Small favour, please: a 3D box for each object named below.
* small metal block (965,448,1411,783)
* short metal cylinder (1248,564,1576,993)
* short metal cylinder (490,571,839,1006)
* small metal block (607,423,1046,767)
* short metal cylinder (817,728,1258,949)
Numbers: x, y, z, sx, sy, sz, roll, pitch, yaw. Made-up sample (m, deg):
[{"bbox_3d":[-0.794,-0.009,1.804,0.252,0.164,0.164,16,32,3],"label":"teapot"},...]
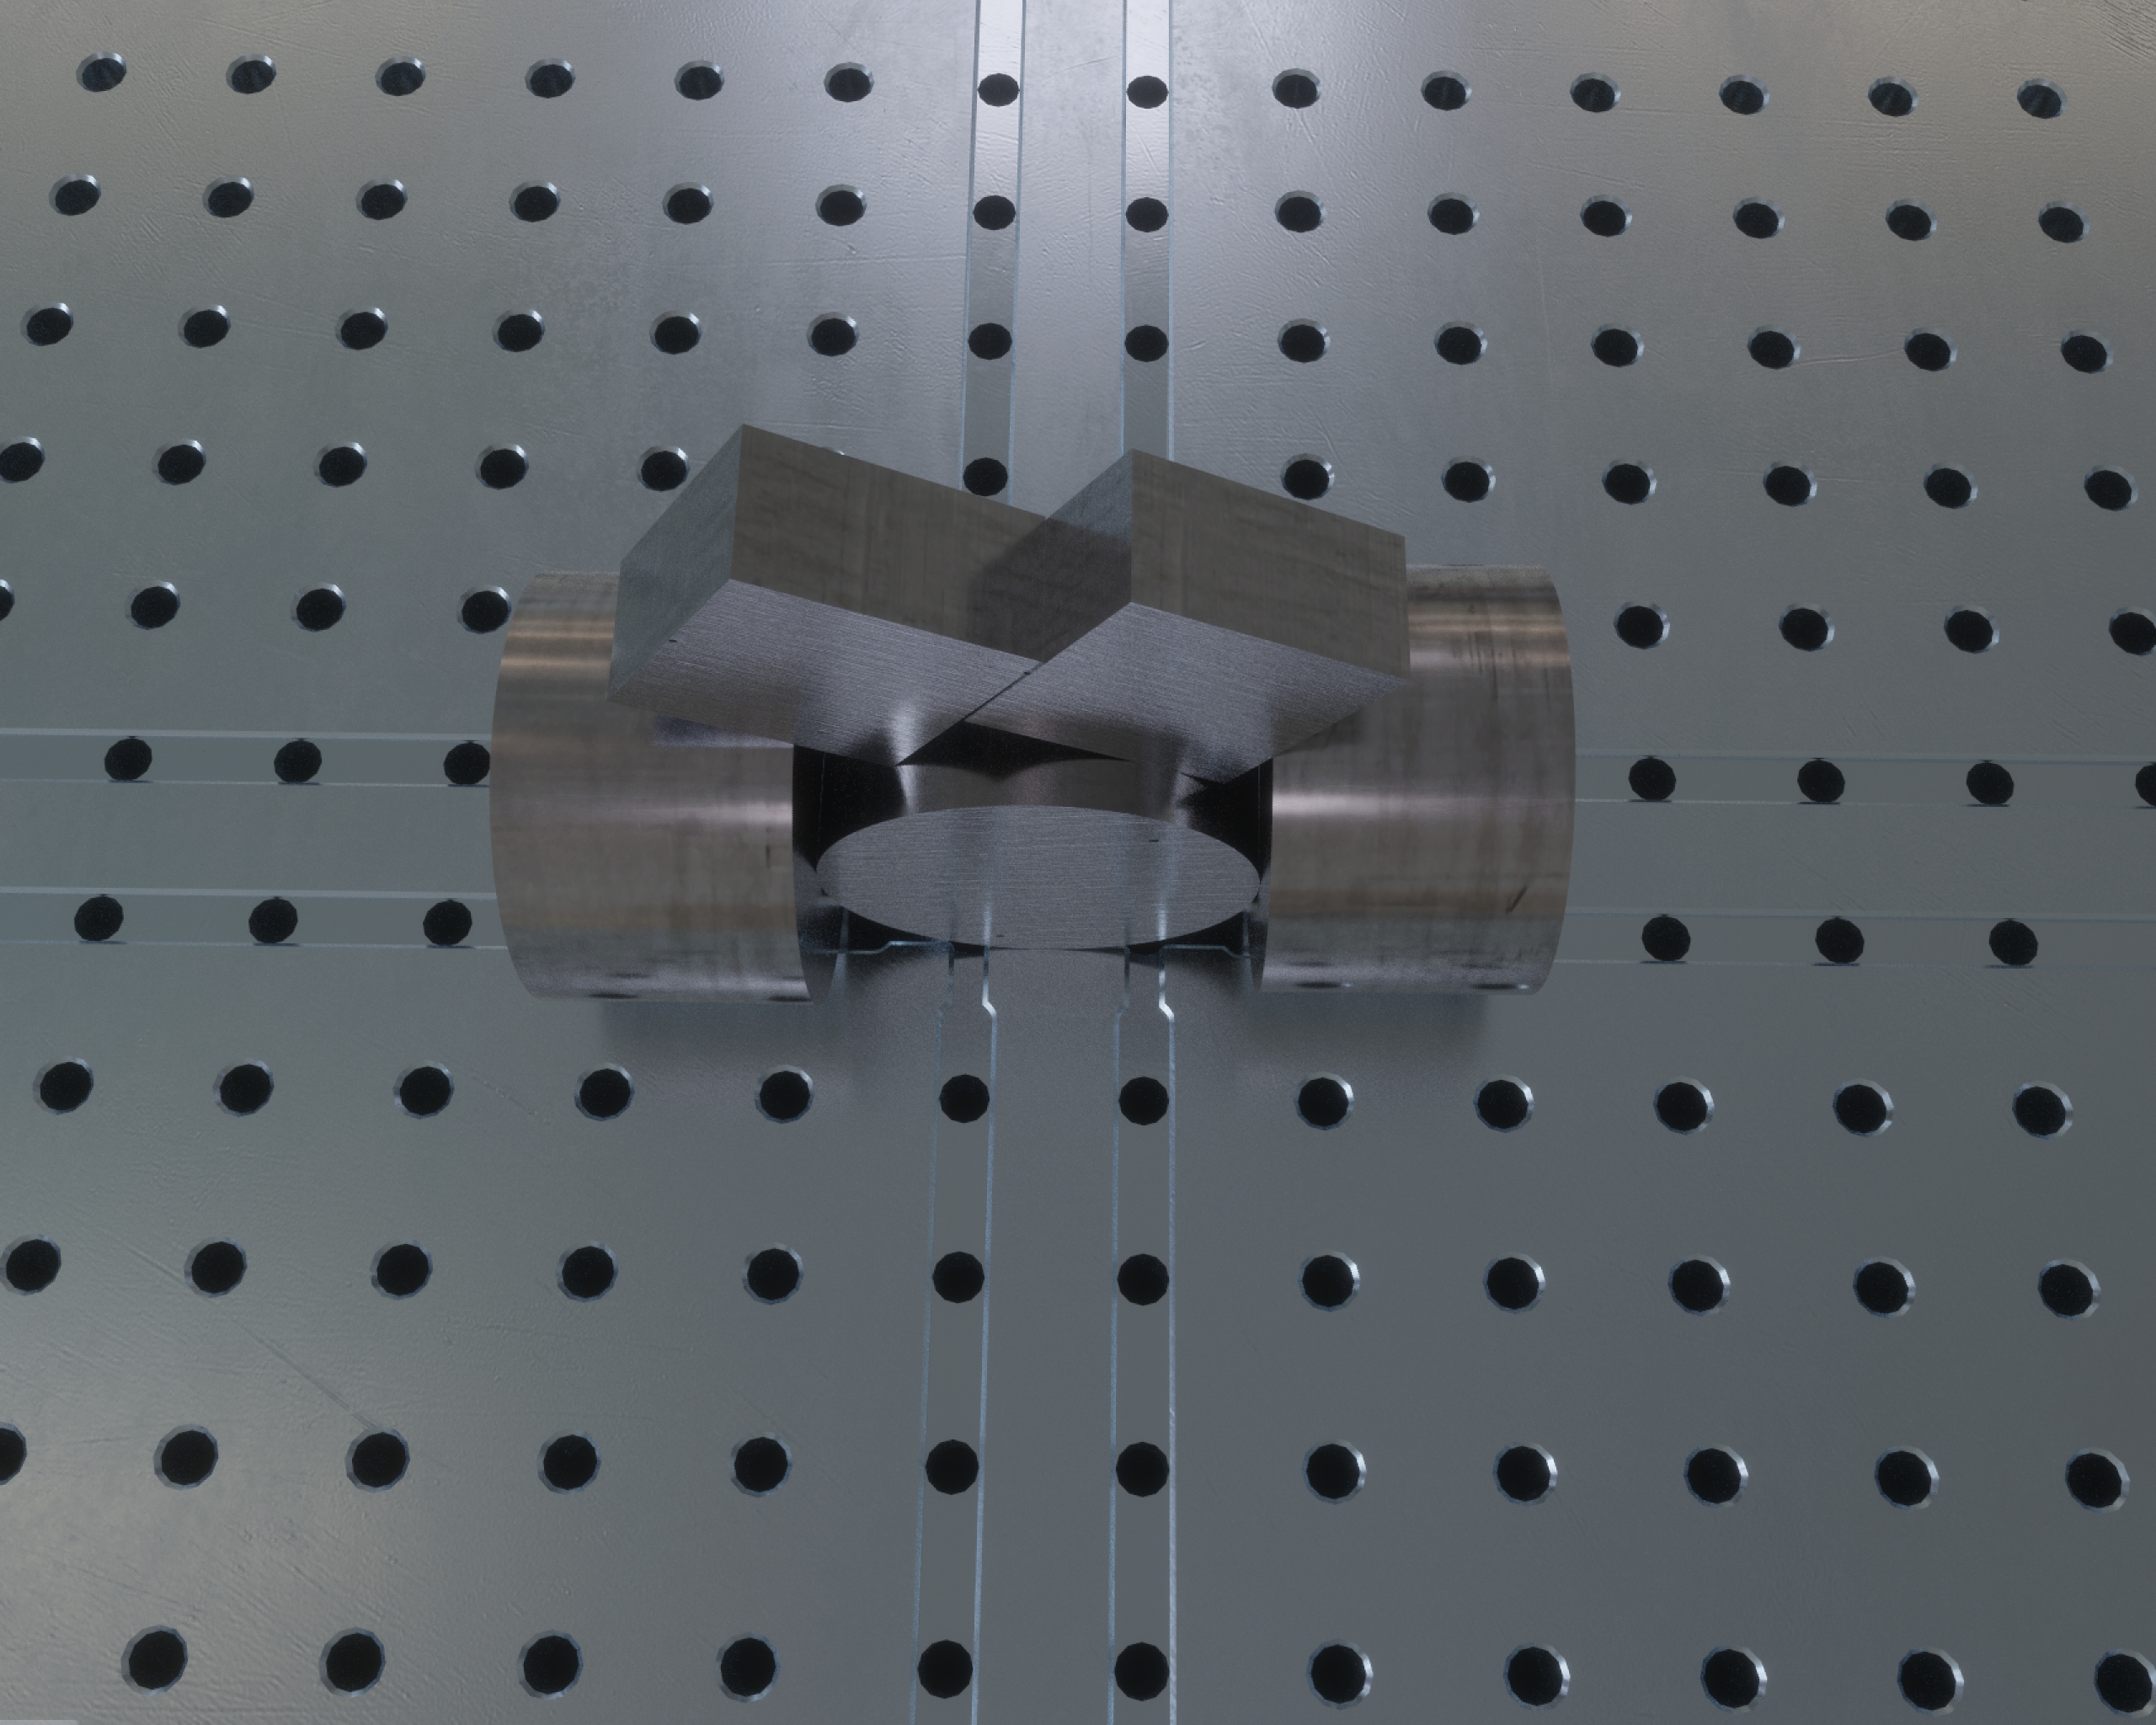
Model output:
[{"bbox_3d":[0.017,-0.037,0.330,0.050,0.050,0.025,12,67,-29],"label":"small metal block"},{"bbox_3d":[0.059,-0.015,0.388,0.050,0.080,0.080,0,70,1],"label":"short metal cylinder"},{"bbox_3d":[-0.072,-0.014,0.386,0.050,0.080,0.080,1,70,1],"label":"short metal cylinder"},{"bbox_3d":[-0.040,-0.040,0.326,0.050,0.050,0.025,12,67,-29],"label":"small metal block"},{"bbox_3d":[-0.007,-0.019,0.389,0.081,0.080,0.050,1,70,0],"label":"short metal cylinder"}]
